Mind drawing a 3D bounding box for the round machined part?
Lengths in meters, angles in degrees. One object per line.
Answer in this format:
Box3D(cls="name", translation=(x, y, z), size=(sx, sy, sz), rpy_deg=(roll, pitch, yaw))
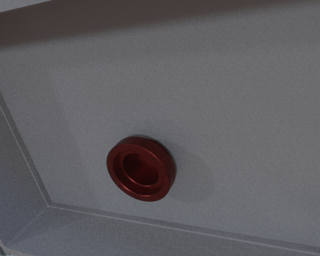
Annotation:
Box3D(cls="round machined part", translation=(-0.023, 0.054, 0.442), size=(0.098, 0.042, 0.097), rpy_deg=(13, 124, 20))
